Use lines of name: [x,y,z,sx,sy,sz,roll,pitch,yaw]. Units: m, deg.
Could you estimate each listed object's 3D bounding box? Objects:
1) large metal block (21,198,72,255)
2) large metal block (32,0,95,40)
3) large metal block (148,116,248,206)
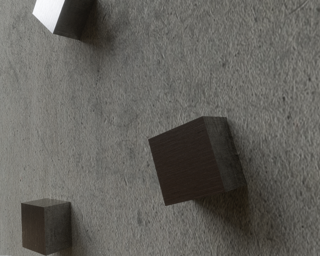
large metal block: [-0.205,0.174,0.558,0.080,0.050,0.080,-5,87,40]
large metal block: [-0.163,-0.208,0.523,0.080,0.050,0.080,44,116,31]
large metal block: [0.041,0.038,0.355,0.080,0.050,0.080,-24,75,37]
